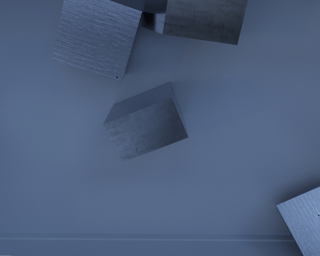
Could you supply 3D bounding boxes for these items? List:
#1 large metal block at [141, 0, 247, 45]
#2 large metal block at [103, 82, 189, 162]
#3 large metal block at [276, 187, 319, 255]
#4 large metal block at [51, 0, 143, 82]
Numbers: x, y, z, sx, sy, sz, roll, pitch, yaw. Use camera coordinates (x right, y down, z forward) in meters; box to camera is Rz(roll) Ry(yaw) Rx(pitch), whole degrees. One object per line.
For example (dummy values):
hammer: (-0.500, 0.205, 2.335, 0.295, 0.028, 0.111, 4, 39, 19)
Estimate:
large metal block: (0.032, -0.123, 0.326, 0.081, 0.080, 0.050, 2, 111, -20)
large metal block: (-0.015, -0.011, 0.378, 0.080, 0.080, 0.050, -21, 109, 7)
large metal block: (0.218, 0.130, 0.426, 0.080, 0.050, 0.080, -27, 64, 9)
large metal block: (-0.069, -0.107, 0.358, 0.080, 0.050, 0.079, 17, 109, -6)
